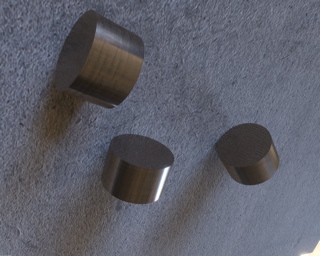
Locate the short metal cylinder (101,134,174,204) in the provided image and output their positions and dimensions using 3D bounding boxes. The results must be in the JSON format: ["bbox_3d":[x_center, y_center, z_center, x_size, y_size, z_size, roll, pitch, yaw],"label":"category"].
[{"bbox_3d":[-0.028,0.049,0.386,0.081,0.080,0.050,4,117,-30],"label":"short metal cylinder"}]

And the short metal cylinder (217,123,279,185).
[{"bbox_3d":[0.133,0.039,0.468,0.080,0.080,0.050,-38,129,-3],"label":"short metal cylinder"}]

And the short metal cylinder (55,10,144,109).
[{"bbox_3d":[-0.060,-0.064,0.299,0.050,0.080,0.080,21,107,-36],"label":"short metal cylinder"}]
